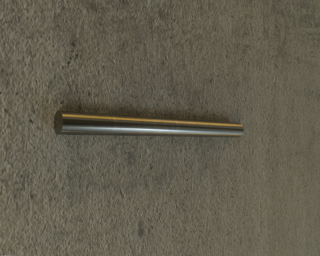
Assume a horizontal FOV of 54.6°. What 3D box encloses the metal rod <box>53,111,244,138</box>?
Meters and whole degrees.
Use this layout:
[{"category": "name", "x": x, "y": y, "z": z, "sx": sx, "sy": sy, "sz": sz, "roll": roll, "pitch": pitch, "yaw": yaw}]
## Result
[{"category": "metal rod", "x": 0.011, "y": -0.001, "z": 0.415, "sx": 0.302, "sy": 0.025, "sz": 0.025, "roll": 2, "pitch": 89, "yaw": -40}]
